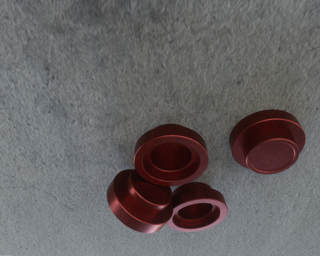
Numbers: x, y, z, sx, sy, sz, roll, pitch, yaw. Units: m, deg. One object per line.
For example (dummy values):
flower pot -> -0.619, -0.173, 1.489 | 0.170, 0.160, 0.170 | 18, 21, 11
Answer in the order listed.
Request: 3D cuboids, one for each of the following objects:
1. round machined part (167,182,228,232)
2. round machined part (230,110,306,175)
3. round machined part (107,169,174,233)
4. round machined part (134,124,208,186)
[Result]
round machined part -> 0.055, 0.123, 0.497 | 0.099, 0.042, 0.097 | -5, 134, -5
round machined part -> 0.147, 0.026, 0.421 | 0.099, 0.042, 0.097 | -1, 130, 0
round machined part -> -0.022, 0.095, 0.441 | 0.099, 0.098, 0.042 | 25, 119, -20
round machined part -> 0.014, 0.033, 0.424 | 0.099, 0.042, 0.097 | -1, 130, 0
